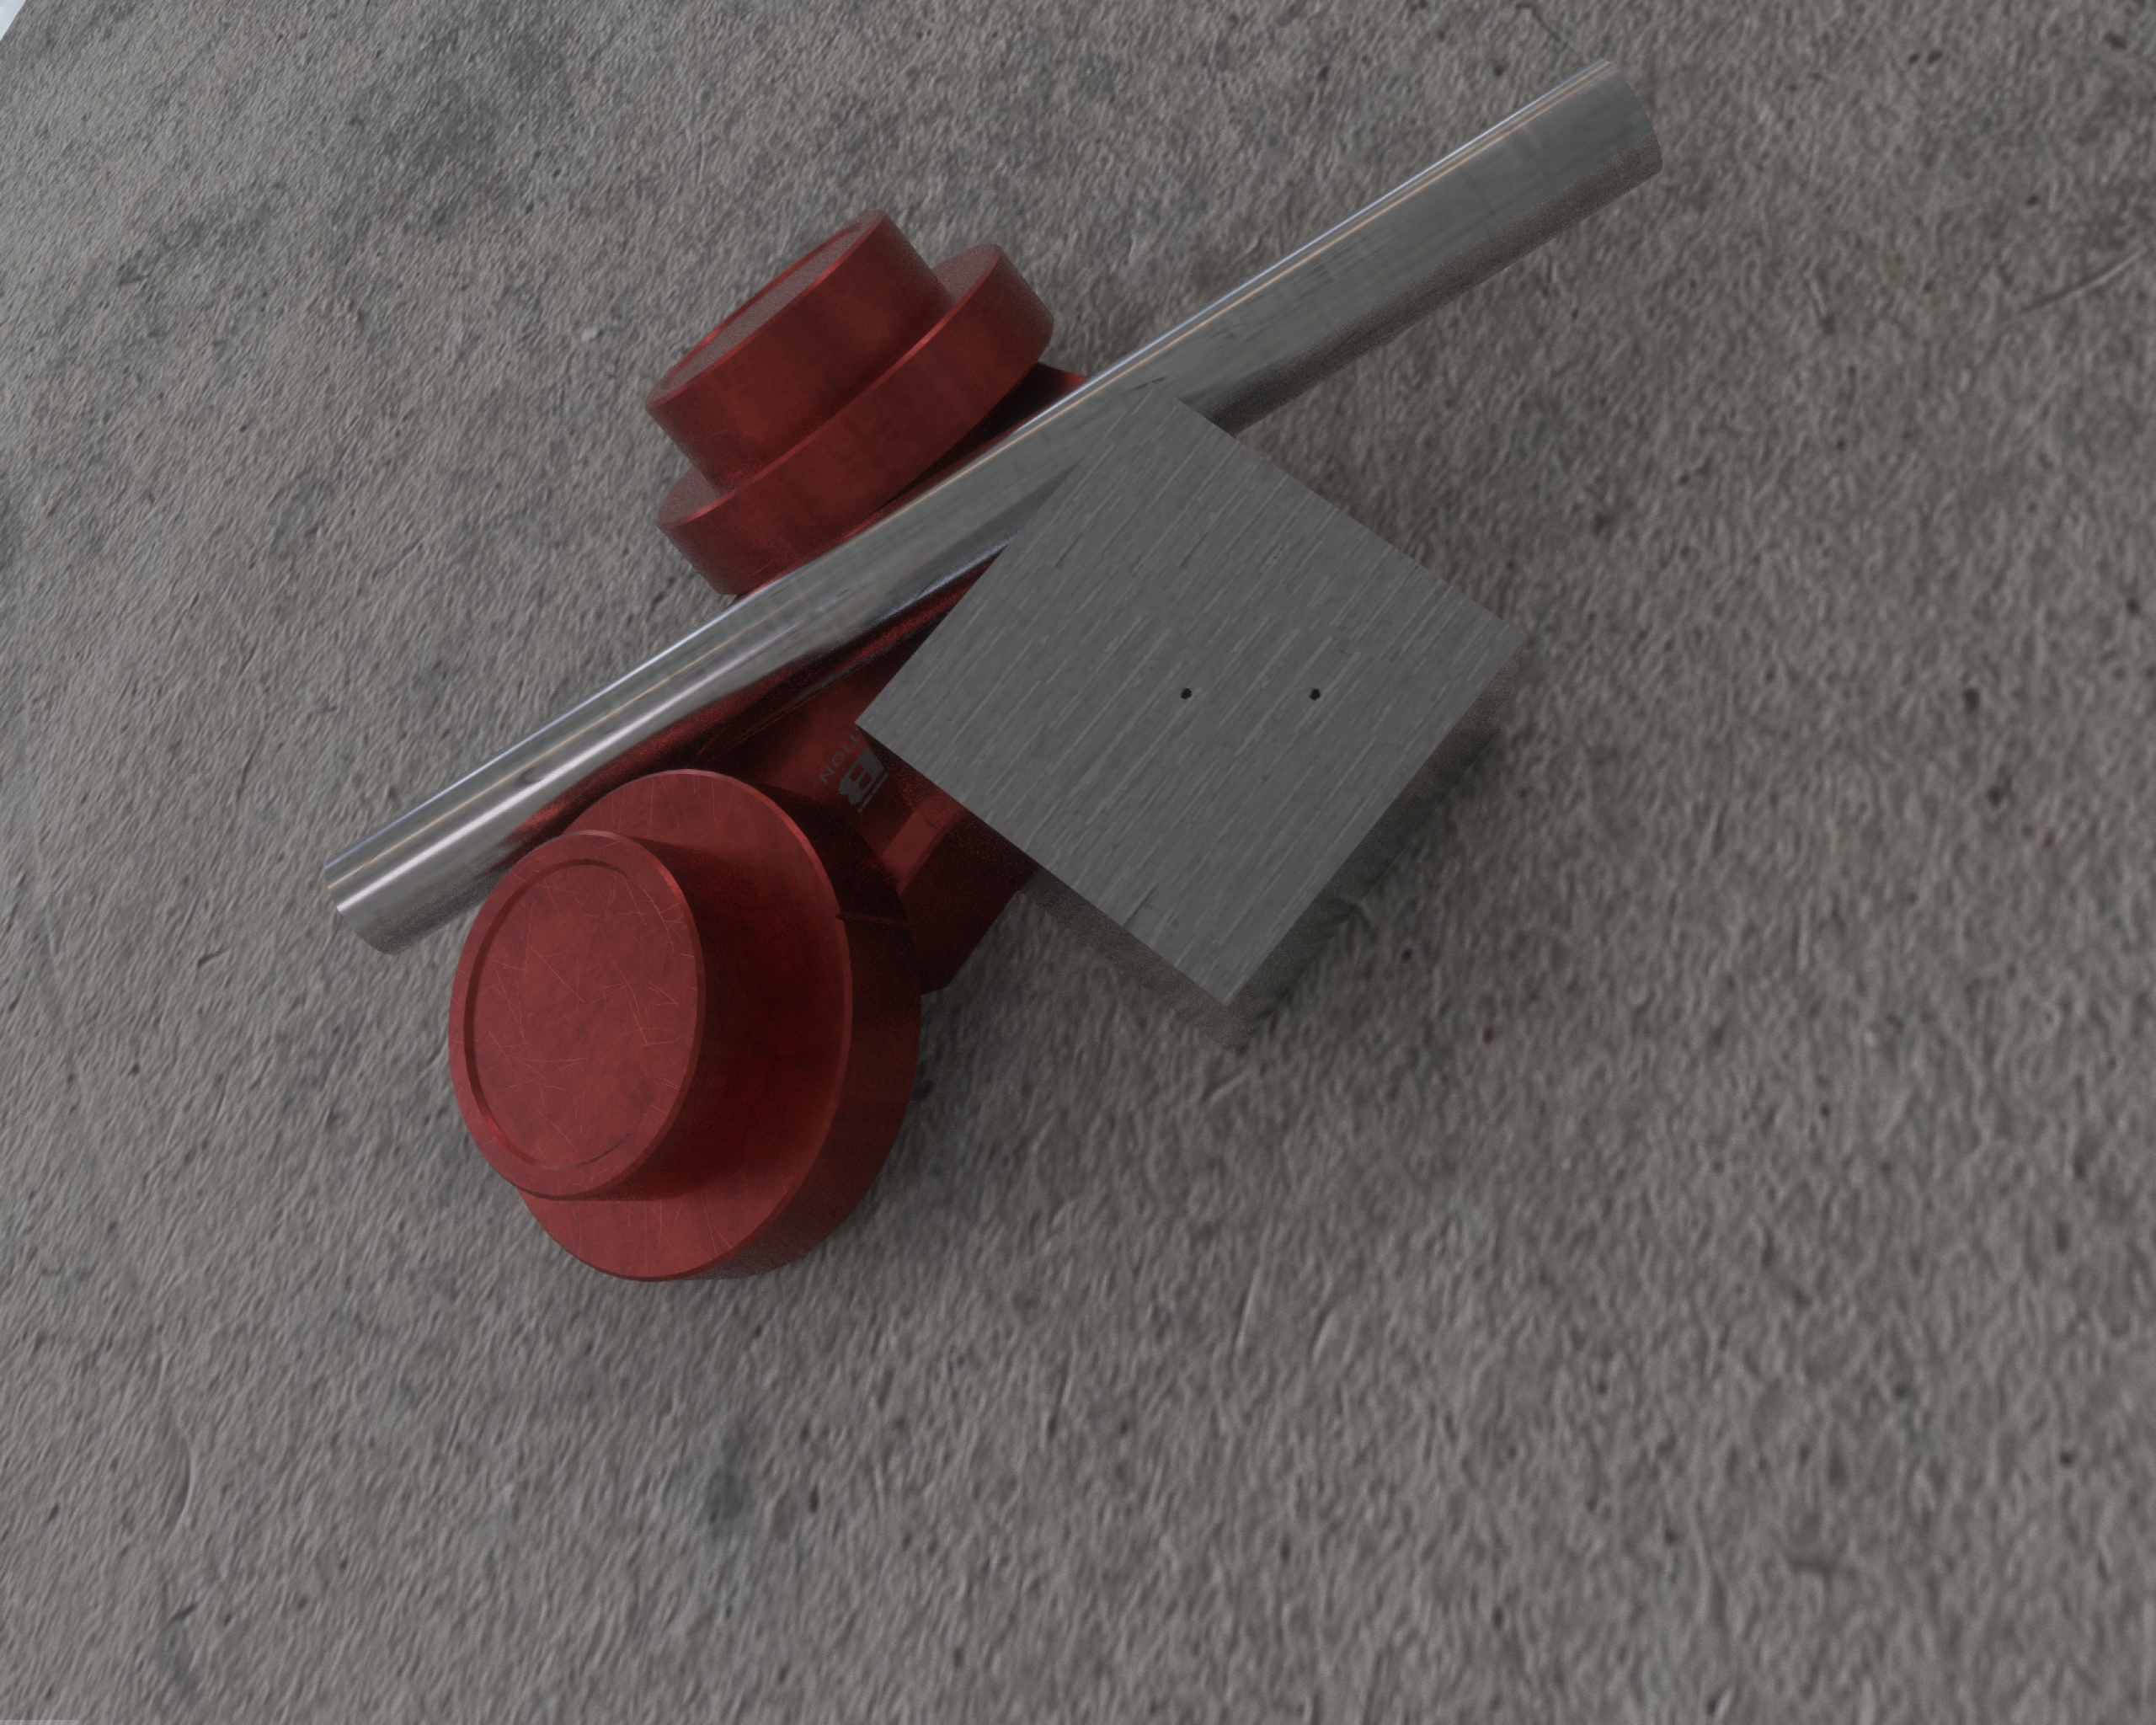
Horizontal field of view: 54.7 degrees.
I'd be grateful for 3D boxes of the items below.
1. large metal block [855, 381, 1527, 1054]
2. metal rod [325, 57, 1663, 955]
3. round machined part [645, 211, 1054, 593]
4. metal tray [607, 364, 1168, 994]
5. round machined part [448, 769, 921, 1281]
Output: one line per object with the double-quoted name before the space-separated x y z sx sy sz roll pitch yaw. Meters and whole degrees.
"large metal block" 0.021 -0.024 0.375 0.080 0.050 0.080 37 81 14
"metal rod" -0.022 -0.067 0.421 0.300 0.025 0.025 -31 52 8
"round machined part" -0.057 -0.107 0.464 0.098 0.042 0.098 -33 23 17
"metal tray" -0.030 -0.046 0.446 0.090 0.030 0.130 27 76 37
"round machined part" -0.081 0.030 0.396 0.098 0.042 0.098 -6 78 34
